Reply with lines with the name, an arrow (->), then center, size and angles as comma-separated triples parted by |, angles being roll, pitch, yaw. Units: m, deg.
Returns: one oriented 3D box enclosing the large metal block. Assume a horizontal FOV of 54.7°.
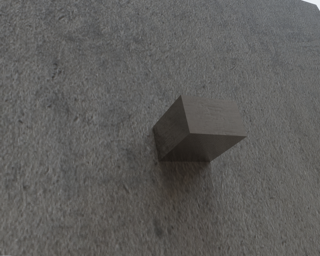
large metal block -> 0.047, 0.004, 0.393 | 0.081, 0.080, 0.050 | 4, 60, -27
